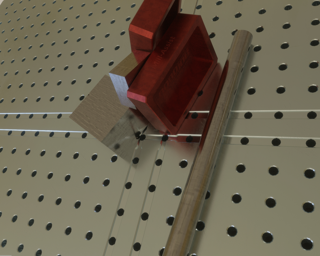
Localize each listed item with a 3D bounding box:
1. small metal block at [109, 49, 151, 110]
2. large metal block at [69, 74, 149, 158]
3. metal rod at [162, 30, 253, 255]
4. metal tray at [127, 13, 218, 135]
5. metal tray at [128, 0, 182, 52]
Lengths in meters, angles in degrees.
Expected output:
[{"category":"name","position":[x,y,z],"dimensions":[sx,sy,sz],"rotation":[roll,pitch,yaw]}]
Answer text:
[{"category":"small metal block","position":[-0.030,-0.060,0.380],"dimensions":[0.025,0.050,0.050],"rotation":[20,55,32]},{"category":"large metal block","position":[-0.066,-0.018,0.436],"dimensions":[0.080,0.050,0.080],"rotation":[31,79,37]},{"category":"metal rod","position":[0.064,0.005,0.370],"dimensions":[0.025,0.025,0.300],"rotation":[8,65,31]},{"category":"metal tray","position":[0.022,-0.067,0.394],"dimensions":[0.030,0.090,0.130],"rotation":[21,73,34]},{"category":"metal tray","position":[-0.004,-0.124,0.419],"dimensions":[0.030,0.130,0.090],"rotation":[24,72,7]}]
